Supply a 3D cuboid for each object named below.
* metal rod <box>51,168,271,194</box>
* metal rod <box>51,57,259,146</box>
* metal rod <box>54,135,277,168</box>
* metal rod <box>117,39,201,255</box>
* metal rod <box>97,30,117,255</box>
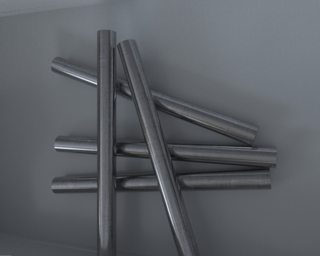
[{"bbox_3d":[-0.012,0.073,0.412,0.301,0.025,0.025,-5,88,19],"label":"metal rod"},{"bbox_3d":[-0.020,-0.042,0.414,0.301,0.025,0.025,21,97,18],"label":"metal rod"},{"bbox_3d":[-0.007,0.029,0.410,0.301,0.025,0.025,2,91,19],"label":"metal rod"},{"bbox_3d":[0.000,0.034,0.381,0.025,0.025,0.299,-19,84,19],"label":"metal rod"},{"bbox_3d":[-0.070,0.024,0.405,0.025,0.025,0.298,0,90,19],"label":"metal rod"}]
